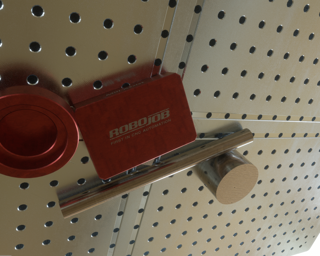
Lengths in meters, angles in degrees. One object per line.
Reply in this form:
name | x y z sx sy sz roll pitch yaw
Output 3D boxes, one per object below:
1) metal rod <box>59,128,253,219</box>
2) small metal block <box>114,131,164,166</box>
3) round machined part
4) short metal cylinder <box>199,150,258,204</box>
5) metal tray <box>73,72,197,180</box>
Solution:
metal rod | 0.006 0.060 0.453 0.302 0.025 0.025 -19 126 -17
small metal block | -0.027 0.020 0.410 0.050 0.025 0.050 12 112 -34
round machined part | -0.136 0.001 0.321 0.099 0.042 0.097 -9 122 -14
short metal cylinder | 0.112 0.077 0.507 0.081 0.050 0.079 -14 125 -21
metal tray | -0.028 -0.005 0.374 0.131 0.030 0.089 -22 109 -15
